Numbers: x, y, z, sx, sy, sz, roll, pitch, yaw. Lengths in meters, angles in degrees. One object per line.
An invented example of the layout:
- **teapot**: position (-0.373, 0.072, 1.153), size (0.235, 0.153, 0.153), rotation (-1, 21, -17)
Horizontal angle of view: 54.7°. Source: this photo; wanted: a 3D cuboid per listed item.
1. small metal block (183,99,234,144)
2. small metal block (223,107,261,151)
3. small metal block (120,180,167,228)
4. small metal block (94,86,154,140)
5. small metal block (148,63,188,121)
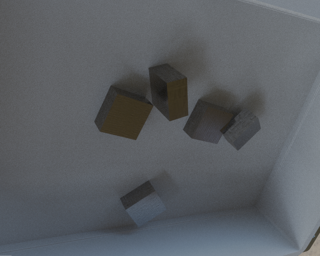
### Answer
- **small metal block**: position (0.069, -0.008, 0.443), size (0.050, 0.025, 0.050), rotation (13, 112, -34)
- **small metal block**: position (0.124, 0.003, 0.470), size (0.050, 0.025, 0.050), rotation (-45, 152, 2)
- **small metal block**: position (-0.025, 0.115, 0.468), size (0.050, 0.025, 0.050), rotation (-32, 129, -8)
- **small metal block**: position (-0.044, -0.017, 0.375), size (0.050, 0.025, 0.050), rotation (16, 110, -35)
- **small metal block**: position (0.010, -0.044, 0.372), size (0.025, 0.050, 0.050), rotation (-18, 126, -18)
